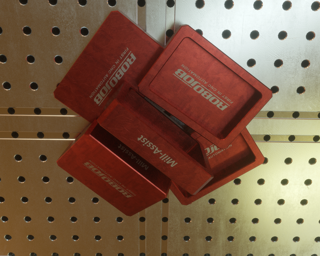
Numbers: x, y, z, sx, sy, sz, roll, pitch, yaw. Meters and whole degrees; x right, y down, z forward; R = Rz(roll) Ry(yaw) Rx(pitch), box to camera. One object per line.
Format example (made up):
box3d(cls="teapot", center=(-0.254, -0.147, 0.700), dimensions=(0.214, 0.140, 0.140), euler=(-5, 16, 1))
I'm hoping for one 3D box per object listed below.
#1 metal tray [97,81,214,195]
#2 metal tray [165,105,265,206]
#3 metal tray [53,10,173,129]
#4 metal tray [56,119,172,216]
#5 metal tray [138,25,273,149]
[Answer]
box3d(cls="metal tray", center=(-0.003, 0.008, 0.349), dimensions=(0.130, 0.090, 0.030), euler=(39, 105, -14))
box3d(cls="metal tray", center=(0.063, 0.038, 0.424), dimensions=(0.130, 0.030, 0.090), euler=(-32, 107, 10))
box3d(cls="metal tray", center=(-0.057, -0.066, 0.385), dimensions=(0.090, 0.030, 0.130), euler=(37, 106, -13))
box3d(cls="metal tray", center=(-0.061, 0.058, 0.411), dimensions=(0.130, 0.030, 0.090), euler=(40, 130, -14))
box3d(cls="metal tray", center=(0.051, -0.046, 0.362), dimensions=(0.130, 0.030, 0.090), euler=(34, 106, -12))
